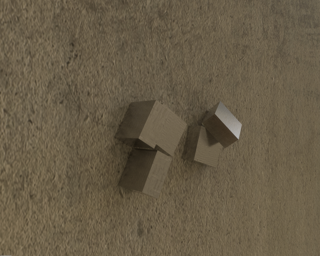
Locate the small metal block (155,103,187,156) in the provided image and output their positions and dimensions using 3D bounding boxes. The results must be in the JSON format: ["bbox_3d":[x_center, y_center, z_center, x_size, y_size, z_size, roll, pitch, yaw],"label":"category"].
[{"bbox_3d":[0.002,0.002,0.406,0.050,0.025,0.050,40,66,-33],"label":"small metal block"}]

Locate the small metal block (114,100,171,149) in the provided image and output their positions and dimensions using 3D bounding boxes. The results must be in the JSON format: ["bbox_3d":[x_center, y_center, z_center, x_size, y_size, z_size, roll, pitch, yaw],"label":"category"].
[{"bbox_3d":[-0.022,-0.004,0.370,0.025,0.050,0.050,37,68,-34],"label":"small metal block"}]

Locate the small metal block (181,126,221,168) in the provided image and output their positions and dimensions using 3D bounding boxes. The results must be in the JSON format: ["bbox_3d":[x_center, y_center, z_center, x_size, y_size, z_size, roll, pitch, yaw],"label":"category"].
[{"bbox_3d":[0.063,0.028,0.457,0.050,0.025,0.050,22,76,-38],"label":"small metal block"}]

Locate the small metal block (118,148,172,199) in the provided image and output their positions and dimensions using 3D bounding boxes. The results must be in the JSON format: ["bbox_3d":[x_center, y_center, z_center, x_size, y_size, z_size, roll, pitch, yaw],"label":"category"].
[{"bbox_3d":[-0.019,0.053,0.373,0.025,0.050,0.050,32,70,-36],"label":"small metal block"}]

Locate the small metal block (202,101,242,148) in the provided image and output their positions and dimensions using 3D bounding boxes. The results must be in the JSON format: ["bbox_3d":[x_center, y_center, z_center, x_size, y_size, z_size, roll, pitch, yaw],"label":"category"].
[{"bbox_3d":[0.093,-0.006,0.459,0.050,0.025,0.050,46,32,-6],"label":"small metal block"}]
